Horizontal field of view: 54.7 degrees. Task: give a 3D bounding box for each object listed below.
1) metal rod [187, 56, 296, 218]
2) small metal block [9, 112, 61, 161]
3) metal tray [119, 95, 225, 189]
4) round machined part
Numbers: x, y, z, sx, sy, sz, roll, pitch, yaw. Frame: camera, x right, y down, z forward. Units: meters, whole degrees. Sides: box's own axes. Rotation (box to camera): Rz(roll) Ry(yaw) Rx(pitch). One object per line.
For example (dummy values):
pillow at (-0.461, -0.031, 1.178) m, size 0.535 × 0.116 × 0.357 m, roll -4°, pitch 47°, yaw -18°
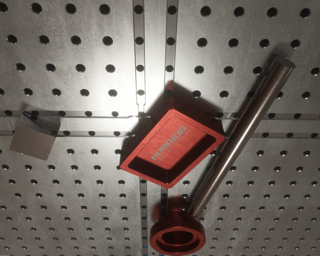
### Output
metal rod at (0.100, 0.035, 0.442) m, size 0.025 × 0.025 × 0.298 m, roll 12°, pitch 129°, yaw -11°
small metal block at (-0.169, 0.013, 0.420) m, size 0.050 × 0.025 × 0.050 m, roll 21°, pitch 127°, yaw -18°
metal tray at (0.014, 0.025, 0.429) m, size 0.090 × 0.030 × 0.129 m, roll 27°, pitch 125°, yaw -22°
round machined part at (0.031, 0.188, 0.561) m, size 0.099 × 0.042 × 0.097 m, roll -1°, pitch 130°, yaw 0°
